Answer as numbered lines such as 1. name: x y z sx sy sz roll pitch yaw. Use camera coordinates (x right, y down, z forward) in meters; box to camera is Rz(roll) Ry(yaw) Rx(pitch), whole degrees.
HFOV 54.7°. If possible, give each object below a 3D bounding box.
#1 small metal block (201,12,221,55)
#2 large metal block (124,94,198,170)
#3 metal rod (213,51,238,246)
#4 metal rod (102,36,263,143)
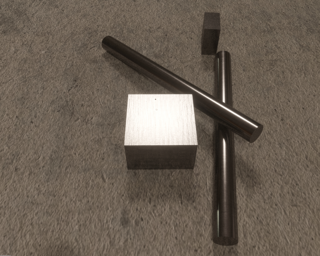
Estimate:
1. small metal block: 0.085 -0.159 0.521 0.025 0.050 0.050 4 50 3
2. large metal block: 0.001 0.004 0.384 0.081 0.050 0.080 0 50 -1
3. metal rod: 0.084 -0.001 0.404 0.025 0.025 0.300 6 50 4
4. metal rod: 0.012 -0.068 0.441 0.025 0.025 0.300 -34 52 -26
